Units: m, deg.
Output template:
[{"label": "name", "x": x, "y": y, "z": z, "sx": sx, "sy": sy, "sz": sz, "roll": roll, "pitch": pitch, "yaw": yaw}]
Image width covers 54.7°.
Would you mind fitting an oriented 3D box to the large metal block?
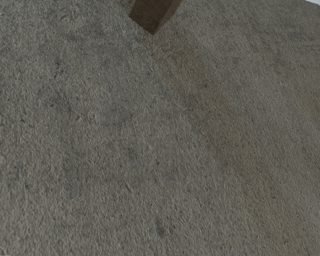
[{"label": "large metal block", "x": 0.003, "y": -0.210, "z": 0.498, "sx": 0.050, "sy": 0.080, "sz": 0.080, "roll": 37, "pitch": 51, "yaw": -4}]
